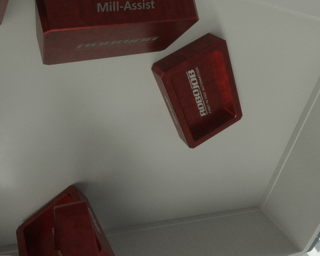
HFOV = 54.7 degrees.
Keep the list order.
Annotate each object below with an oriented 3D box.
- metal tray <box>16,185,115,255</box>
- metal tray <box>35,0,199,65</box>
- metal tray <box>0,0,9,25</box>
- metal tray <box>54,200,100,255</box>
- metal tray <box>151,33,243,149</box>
[{"bbox_3d":[-0.113,0.135,0.357,0.090,0.130,0.030,-39,126,-9],"label":"metal tray"},{"bbox_3d":[-0.042,-0.092,0.285,0.131,0.090,0.030,-13,90,-22],"label":"metal tray"},{"bbox_3d":[-0.150,-0.075,0.199,0.091,0.130,0.030,-34,111,-22],"label":"metal tray"},{"bbox_3d":[-0.087,0.146,0.322,0.030,0.090,0.129,-8,142,-24],"label":"metal tray"},{"bbox_3d":[0.053,-0.044,0.406,0.090,0.030,0.130,-31,129,-8],"label":"metal tray"}]
